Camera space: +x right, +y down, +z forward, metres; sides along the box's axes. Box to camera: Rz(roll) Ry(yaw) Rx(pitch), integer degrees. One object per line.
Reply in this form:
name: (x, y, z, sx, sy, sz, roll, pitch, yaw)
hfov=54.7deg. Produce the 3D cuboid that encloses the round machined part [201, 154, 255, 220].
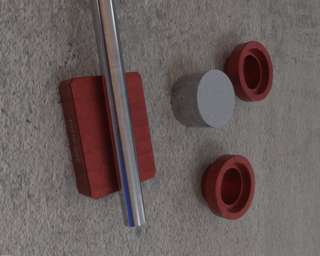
round machined part: (0.102, 0.089, 0.483, 0.099, 0.042, 0.097, 0, 90, -40)

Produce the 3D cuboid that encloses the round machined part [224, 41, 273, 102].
round machined part: (0.144, -0.092, 0.517, 0.099, 0.042, 0.097, 0, 90, -40)

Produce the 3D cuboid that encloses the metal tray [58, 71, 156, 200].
metal tray: (-0.057, 0.005, 0.356, 0.091, 0.030, 0.129, -15, 100, -39)

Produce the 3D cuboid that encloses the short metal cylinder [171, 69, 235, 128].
short metal cylinder: (0.062, -0.040, 0.443, 0.081, 0.050, 0.079, 0, 90, -40)

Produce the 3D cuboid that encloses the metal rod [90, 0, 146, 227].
metal rod: (-0.047, -0.043, 0.326, 0.025, 0.025, 0.298, -13, 98, -40)
